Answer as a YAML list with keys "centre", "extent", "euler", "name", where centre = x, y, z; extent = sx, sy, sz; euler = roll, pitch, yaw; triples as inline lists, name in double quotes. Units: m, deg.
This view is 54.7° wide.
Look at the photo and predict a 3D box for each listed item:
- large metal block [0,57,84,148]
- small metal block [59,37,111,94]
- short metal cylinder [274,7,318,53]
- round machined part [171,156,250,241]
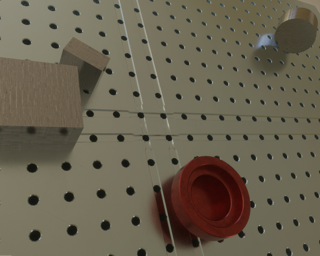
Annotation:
- centre: [-0.133, -0.025, 0.336]
  extent: [0.081, 0.050, 0.080]
  euler: [2, 61, -28]
  name: "large metal block"
- centre: [-0.097, -0.077, 0.388]
  extent: [0.050, 0.050, 0.025]
  euler: [29, 52, -11]
  name: "small metal block"
- centre: [0.290, -0.207, 0.659]
  extent: [0.080, 0.080, 0.050]
  euler: [34, 51, -7]
  name: "short metal cylinder"
- centre: [0.057, 0.087, 0.377]
  extent: [0.099, 0.042, 0.098]
  euler: [14, 56, -21]
  name: "round machined part"
